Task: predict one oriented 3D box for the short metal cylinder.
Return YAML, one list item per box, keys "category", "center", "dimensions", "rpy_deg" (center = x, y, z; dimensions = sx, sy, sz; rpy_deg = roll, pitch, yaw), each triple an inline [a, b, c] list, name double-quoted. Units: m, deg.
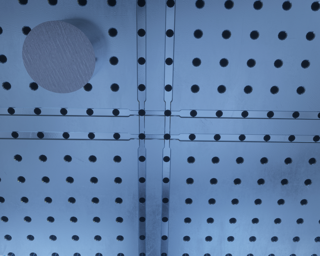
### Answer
- category: "short metal cylinder"
  center: [-0.112, -0.086, 0.367]
  dimensions: [0.081, 0.050, 0.079]
  rpy_deg: [0, 110, -1]
